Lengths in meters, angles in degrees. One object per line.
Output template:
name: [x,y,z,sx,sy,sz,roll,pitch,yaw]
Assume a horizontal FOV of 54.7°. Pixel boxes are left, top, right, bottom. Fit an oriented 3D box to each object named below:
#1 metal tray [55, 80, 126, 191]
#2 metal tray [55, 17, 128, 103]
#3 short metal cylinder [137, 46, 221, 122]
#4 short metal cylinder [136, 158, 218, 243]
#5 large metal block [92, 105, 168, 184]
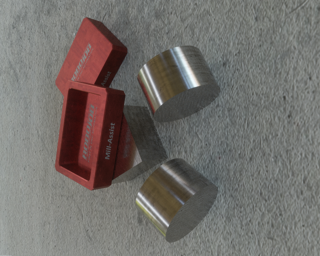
metal tray: [-0.096,0.007,0.416,0.090,0.030,0.129,17,100,39]
metal tray: [-0.114,-0.096,0.496,0.090,0.030,0.129,49,119,29]
short metal cylinder: [0.021,-0.048,0.352,0.080,0.081,0.050,-36,68,34]
short metal cylinder: [0.020,0.081,0.353,0.050,0.081,0.079,38,114,33]
large metal block: [-0.047,0.024,0.428,0.080,0.050,0.080,-35,69,34]
